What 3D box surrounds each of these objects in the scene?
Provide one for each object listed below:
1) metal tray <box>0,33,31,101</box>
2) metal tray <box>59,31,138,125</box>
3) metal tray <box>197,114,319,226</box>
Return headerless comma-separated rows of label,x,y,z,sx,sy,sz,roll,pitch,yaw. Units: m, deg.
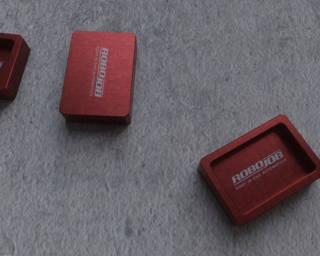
metal tray,-0.262,-0.092,0.435,0.131,0.030,0.090,7,70,2
metal tray,-0.082,-0.071,0.431,0.091,0.030,0.130,3,70,0
metal tray,0.125,0.051,0.388,0.131,0.030,0.090,-28,73,-10
